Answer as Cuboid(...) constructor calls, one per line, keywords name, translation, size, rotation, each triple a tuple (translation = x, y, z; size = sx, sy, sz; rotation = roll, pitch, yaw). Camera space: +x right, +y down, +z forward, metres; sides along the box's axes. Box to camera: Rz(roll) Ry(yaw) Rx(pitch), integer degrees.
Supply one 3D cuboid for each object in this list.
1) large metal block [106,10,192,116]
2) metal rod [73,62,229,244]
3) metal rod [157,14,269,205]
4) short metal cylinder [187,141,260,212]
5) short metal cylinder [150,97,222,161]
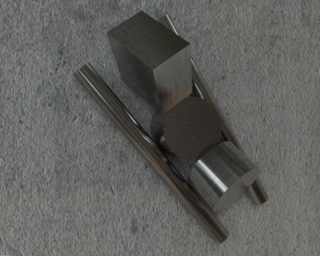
Cuboid(name="large metal block", translation=(-0.009, -0.074, 0.361), size=(0.050, 0.080, 0.080), rotation=(-38, 61, -16))
Cuboid(name="metal rod", translation=(-0.004, 0.042, 0.408), size=(0.025, 0.025, 0.300), rotation=(-43, 104, -15))
Cuboid(name="metal rod", translation=(0.076, -0.018, 0.438), size=(0.025, 0.025, 0.299), rotation=(-34, 101, -17))
Cuboid(name="short metal cylinder", translation=(0.083, 0.064, 0.405), size=(0.080, 0.080, 0.050), rotation=(-33, 59, -17))
Cuboid(name="short metal cylinder", translation=(0.033, 0.001, 0.409), size=(0.081, 0.050, 0.080), rotation=(0, 90, -20))
